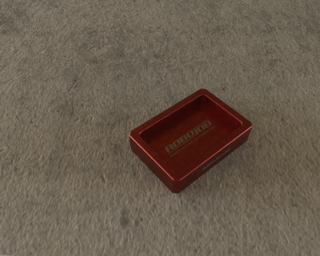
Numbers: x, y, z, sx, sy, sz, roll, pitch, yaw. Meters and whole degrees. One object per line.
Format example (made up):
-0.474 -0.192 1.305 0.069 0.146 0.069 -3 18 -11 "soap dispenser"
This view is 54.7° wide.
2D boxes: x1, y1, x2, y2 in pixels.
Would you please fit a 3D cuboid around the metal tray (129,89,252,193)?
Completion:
0.039 0.010 0.391 0.131 0.030 0.090 -32 57 -25 "metal tray"
